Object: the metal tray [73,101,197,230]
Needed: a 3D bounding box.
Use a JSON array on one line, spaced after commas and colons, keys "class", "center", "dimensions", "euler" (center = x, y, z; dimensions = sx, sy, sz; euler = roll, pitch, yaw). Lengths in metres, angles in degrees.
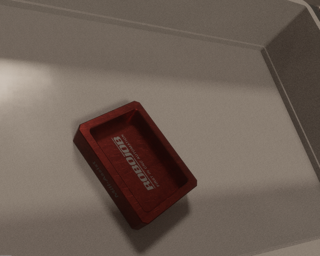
[{"class": "metal tray", "center": [-0.028, 0.039, 0.364], "dimensions": [0.091, 0.030, 0.130], "euler": [-29, 78, -38]}]
